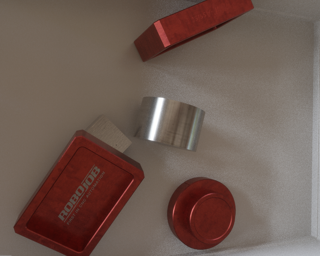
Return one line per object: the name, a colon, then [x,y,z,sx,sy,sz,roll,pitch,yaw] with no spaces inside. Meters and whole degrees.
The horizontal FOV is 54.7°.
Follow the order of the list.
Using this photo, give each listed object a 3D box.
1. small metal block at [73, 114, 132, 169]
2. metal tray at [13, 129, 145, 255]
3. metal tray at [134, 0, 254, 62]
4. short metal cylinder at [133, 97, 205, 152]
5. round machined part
small metal block: [-0.072,0.018,0.385,0.050,0.025,0.050,47,75,-15]
metal tray: [-0.091,0.079,0.357,0.090,0.030,0.130,34,94,-17]
metal tray: [0.040,-0.130,0.391,0.131,0.090,0.030,-28,100,-18]
short metal cylinder: [0.011,-0.004,0.387,0.081,0.080,0.050,15,85,-20]
round machined part: [0.063,0.119,0.426,0.099,0.042,0.097,0,90,-21]
